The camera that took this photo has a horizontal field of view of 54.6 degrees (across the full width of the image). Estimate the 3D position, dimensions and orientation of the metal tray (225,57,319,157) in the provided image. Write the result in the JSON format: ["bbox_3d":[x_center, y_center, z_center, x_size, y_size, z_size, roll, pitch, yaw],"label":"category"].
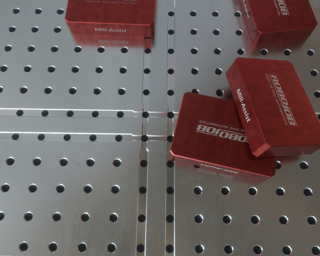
[{"bbox_3d":[0.146,-0.029,0.398,0.091,0.030,0.130,-1,61,-19],"label":"metal tray"}]

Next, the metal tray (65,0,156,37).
[{"bbox_3d":[-0.072,-0.188,0.478,0.131,0.030,0.090,2,70,1],"label":"metal tray"}]

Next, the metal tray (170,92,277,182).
[{"bbox_3d":[0.085,0.010,0.406,0.131,0.030,0.090,13,70,4],"label":"metal tray"}]

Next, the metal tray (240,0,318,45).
[{"bbox_3d":[0.176,-0.196,0.482,0.091,0.030,0.130,-8,70,-3],"label":"metal tray"}]
